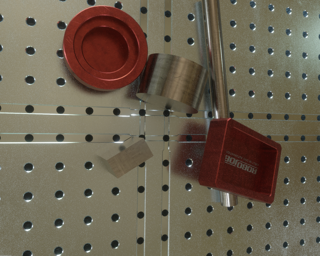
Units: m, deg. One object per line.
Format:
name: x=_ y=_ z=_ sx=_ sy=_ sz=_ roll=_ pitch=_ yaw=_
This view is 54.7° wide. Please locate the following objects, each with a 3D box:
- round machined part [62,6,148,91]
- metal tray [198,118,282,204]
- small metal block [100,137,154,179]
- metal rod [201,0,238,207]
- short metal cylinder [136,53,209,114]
round machined part: x=-0.068 y=-0.094 z=0.379 sx=0.099 sy=0.042 sz=0.097 roll=0 pitch=90 yaw=-21
metal tray: x=0.115 y=0.048 z=0.429 sx=0.131 sy=0.030 sz=0.090 roll=23 pitch=75 yaw=-36
small metal block: x=-0.043 y=0.035 z=0.384 sx=0.050 sy=0.050 sz=0.025 roll=-31 pitch=101 yaw=-18
metal rod: x=0.086 y=-0.037 z=0.445 sx=0.025 sy=0.025 sz=0.298 roll=-7 pitch=92 yaw=-20
short metal cylinder: x=0.016 y=-0.054 z=0.390 sx=0.081 sy=0.080 sz=0.050 roll=18 pitch=84 yaw=-20
